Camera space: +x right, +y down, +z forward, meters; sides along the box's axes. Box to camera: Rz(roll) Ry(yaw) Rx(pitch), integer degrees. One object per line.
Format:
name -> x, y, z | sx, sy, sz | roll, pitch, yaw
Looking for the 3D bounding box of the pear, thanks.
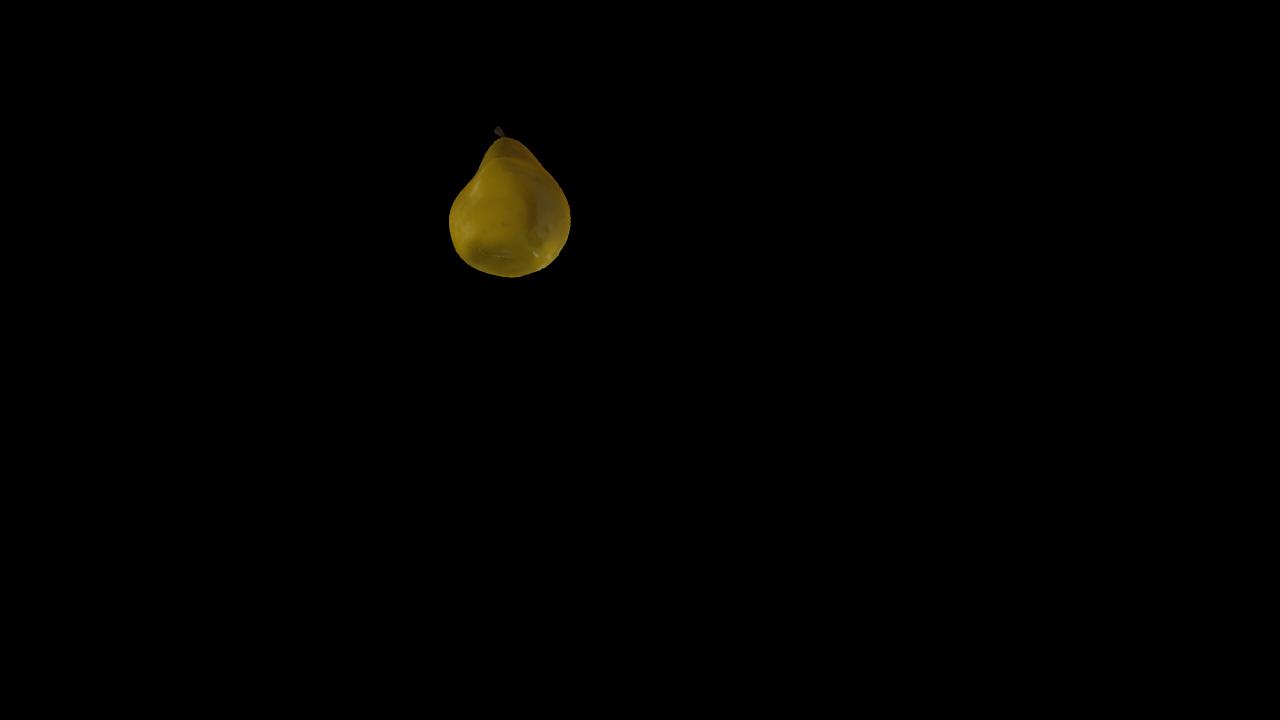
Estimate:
pear -> -0.084, -0.113, 0.408 | 0.080, 0.111, 0.080 | 2, -17, 1
